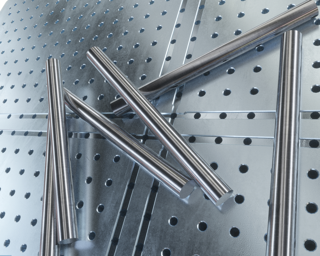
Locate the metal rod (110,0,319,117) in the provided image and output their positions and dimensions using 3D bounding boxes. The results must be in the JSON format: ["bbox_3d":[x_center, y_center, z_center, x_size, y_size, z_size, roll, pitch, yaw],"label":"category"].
[{"bbox_3d":[0.065,-0.092,0.430,0.300,0.025,0.025,-26,53,12],"label":"metal rod"}]

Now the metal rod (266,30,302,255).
[{"bbox_3d":[0.133,0.017,0.327,0.025,0.025,0.300,0,61,28],"label":"metal rod"}]

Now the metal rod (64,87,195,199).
[{"bbox_3d":[-0.069,0.005,0.442,0.300,0.025,0.025,33,80,38],"label":"metal rod"}]

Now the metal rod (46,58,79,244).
[{"bbox_3d":[-0.148,0.015,0.457,0.025,0.025,0.299,-24,59,14],"label":"metal rod"}]

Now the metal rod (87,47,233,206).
[{"bbox_3d":[-0.017,-0.021,0.406,0.025,0.025,0.300,-42,59,0],"label":"metal rod"}]

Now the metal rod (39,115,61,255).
[{"bbox_3d":[-0.149,0.093,0.430,0.025,0.025,0.300,-22,53,15],"label":"metal rod"}]
